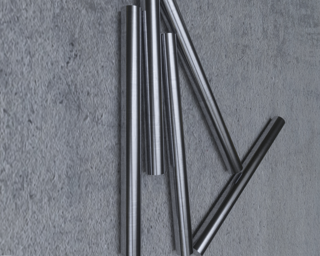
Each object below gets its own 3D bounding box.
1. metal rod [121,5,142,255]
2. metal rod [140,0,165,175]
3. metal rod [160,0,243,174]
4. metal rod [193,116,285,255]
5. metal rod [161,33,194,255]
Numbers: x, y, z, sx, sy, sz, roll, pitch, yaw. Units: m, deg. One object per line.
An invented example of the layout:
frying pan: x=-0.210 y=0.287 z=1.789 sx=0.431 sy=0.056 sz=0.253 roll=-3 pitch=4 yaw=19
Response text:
metal rod: x=-0.035 y=0.005 z=0.375 sx=0.025 sy=0.025 sz=0.298 roll=0 pitch=90 yaw=-40
metal rod: x=-0.011 y=-0.091 z=0.390 sx=0.025 sy=0.025 sz=0.298 roll=-5 pitch=94 yaw=-40
metal rod: x=0.062 y=-0.058 z=0.456 sx=0.025 sy=0.025 sz=0.299 roll=-40 pitch=114 yaw=-33
metal rod: x=0.139 y=0.083 z=0.520 sx=0.301 sy=0.025 sz=0.025 roll=-47 pitch=118 yaw=-30
metal rod: x=0.021 y=0.025 z=0.422 sx=0.025 sy=0.025 sz=0.298 roll=-9 pitch=96 yaw=-40
